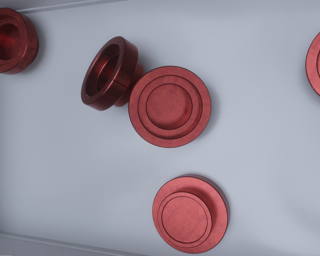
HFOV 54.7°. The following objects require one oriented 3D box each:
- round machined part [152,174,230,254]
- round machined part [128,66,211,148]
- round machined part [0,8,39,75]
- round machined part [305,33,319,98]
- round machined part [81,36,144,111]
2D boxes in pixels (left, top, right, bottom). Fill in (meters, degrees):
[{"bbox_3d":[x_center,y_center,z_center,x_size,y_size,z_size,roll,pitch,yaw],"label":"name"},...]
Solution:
[{"bbox_3d":[0.035,0.110,0.389,0.098,0.042,0.097,0,90,20],"label":"round machined part"},{"bbox_3d":[0.011,-0.027,0.384,0.099,0.042,0.097,-1,99,-5],"label":"round machined part"},{"bbox_3d":[-0.231,-0.131,0.482,0.098,0.042,0.097,0,90,18],"label":"round machined part"},{"bbox_3d":[0.207,-0.066,0.323,0.098,0.042,0.097,-1,88,29],"label":"round machined part"},{"bbox_3d":[-0.059,-0.066,0.405,0.098,0.042,0.098,-31,46,38],"label":"round machined part"}]
